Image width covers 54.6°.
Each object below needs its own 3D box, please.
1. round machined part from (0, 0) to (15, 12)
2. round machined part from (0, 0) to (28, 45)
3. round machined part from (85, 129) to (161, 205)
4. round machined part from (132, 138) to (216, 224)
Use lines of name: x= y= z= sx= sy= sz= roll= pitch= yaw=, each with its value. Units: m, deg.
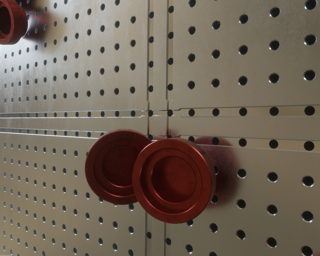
round machined part: x=-0.354 y=-0.305 z=0.690 sx=0.098 sy=0.042 sz=0.098 roll=-3 pitch=85 yaw=43
round machined part: x=-0.318 y=-0.226 z=0.654 sx=0.098 sy=0.042 sz=0.097 roll=9 pitch=108 yaw=31
round machined part: x=-0.049 y=0.049 z=0.417 sx=0.042 sy=0.099 sz=0.097 roll=-148 pitch=63 yaw=-79
round machined part: x=0.019 y=0.060 z=0.372 sx=0.098 sy=0.042 sz=0.097 roll=1 pitch=92 yaw=23
